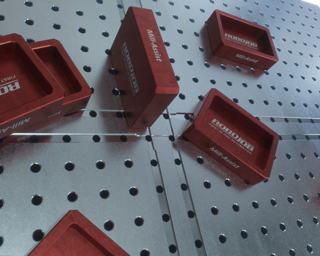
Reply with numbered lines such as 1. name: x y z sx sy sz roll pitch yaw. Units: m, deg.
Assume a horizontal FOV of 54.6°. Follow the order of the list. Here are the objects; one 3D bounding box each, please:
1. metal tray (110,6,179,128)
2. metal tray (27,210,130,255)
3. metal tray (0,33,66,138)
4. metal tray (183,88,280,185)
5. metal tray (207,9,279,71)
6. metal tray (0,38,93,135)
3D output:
1. metal tray: -0.025 -0.076 0.398 0.030 0.090 0.130 -3 63 -29
2. metal tray: -0.088 0.149 0.266 0.090 0.030 0.131 41 51 0
3. metal tray: -0.171 -0.033 0.293 0.131 0.030 0.090 -33 80 -38
4. metal tray: 0.108 0.011 0.455 0.130 0.030 0.090 35 51 -5
5. metal tray: 0.157 -0.166 0.589 0.131 0.030 0.090 10 57 -23
6. metal tray: -0.156 -0.047 0.349 0.131 0.030 0.090 -26 76 -37
